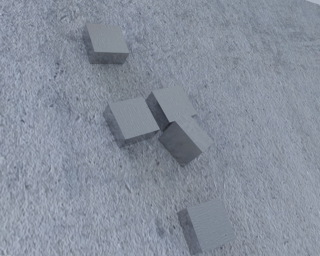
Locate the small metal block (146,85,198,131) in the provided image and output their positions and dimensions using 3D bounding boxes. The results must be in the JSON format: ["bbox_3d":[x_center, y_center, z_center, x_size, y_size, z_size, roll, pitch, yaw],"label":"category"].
[{"bbox_3d":[0.015,-0.028,0.429,0.050,0.025,0.050,-18,71,-35],"label":"small metal block"}]

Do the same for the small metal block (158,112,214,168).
[{"bbox_3d":[0.032,0.016,0.395,0.050,0.050,0.025,49,51,6],"label":"small metal block"}]

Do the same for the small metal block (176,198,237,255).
[{"bbox_3d":[0.054,0.115,0.362,0.050,0.025,0.050,-6,65,-31],"label":"small metal block"}]

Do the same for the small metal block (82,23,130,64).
[{"bbox_3d":[-0.077,-0.117,0.434,0.050,0.025,0.050,-6,65,-31],"label":"small metal block"}]

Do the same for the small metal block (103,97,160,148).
[{"bbox_3d":[-0.036,-0.008,0.389,0.050,0.025,0.050,-16,70,-34],"label":"small metal block"}]
